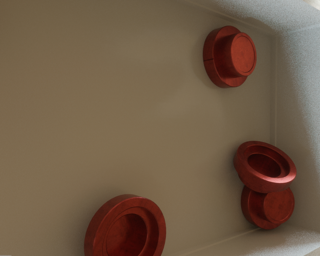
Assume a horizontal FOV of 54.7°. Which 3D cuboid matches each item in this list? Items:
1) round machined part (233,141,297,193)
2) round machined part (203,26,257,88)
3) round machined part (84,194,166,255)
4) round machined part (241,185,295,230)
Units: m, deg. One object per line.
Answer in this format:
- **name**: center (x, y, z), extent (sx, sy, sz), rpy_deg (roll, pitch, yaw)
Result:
- **round machined part**: center (0.169, 0.069, 0.513), extent (0.099, 0.098, 0.042), rpy_deg (-22, 139, -38)
- **round machined part**: center (0.117, -0.114, 0.493), extent (0.099, 0.042, 0.097), rpy_deg (0, 90, -40)
- **round machined part**: center (-0.043, 0.126, 0.360), extent (0.099, 0.042, 0.097), rpy_deg (0, 90, -40)
- **round machined part**: center (0.194, 0.129, 0.542), extent (0.099, 0.042, 0.097), rpy_deg (0, 89, -23)
